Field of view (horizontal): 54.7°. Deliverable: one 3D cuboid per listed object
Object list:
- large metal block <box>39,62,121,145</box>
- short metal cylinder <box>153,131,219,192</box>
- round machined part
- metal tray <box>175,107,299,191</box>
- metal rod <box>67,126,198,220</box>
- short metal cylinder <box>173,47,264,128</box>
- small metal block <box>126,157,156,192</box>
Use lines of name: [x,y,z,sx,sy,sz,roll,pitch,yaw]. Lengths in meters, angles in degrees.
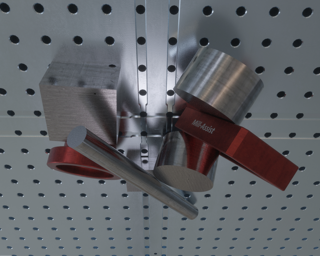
large metal block: [-0.090,-0.028,0.370,0.081,0.050,0.079,4,130,-4]
short metal cylinder: [0.036,0.047,0.416,0.080,0.050,0.080,13,150,8]
round machined part: [-0.095,0.038,0.414,0.099,0.042,0.098,7,161,3]
metal tray: [0.083,0.020,0.363,0.090,0.130,0.030,32,90,-25]
metal rod: [-0.014,0.078,0.426,0.025,0.025,0.300,-23,143,18]
short metal cylinder: [0.061,-0.042,0.331,0.080,0.080,0.050,33,89,-25]
small metal block: [-0.026,0.071,0.472,0.050,0.025,0.050,-1,130,0]
